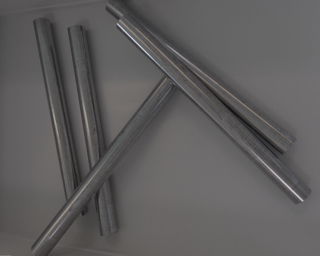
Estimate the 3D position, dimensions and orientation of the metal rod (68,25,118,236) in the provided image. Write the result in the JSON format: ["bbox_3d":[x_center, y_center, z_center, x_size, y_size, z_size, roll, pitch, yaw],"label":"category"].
[{"bbox_3d":[-0.097,0.001,0.444,0.025,0.025,0.298,-11,86,19],"label":"metal rod"}]

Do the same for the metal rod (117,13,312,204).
[{"bbox_3d":[0.059,-0.028,0.372,0.300,0.025,0.025,46,104,7],"label":"metal rod"}]

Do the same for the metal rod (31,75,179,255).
[{"bbox_3d":[-0.072,0.050,0.412,0.025,0.025,0.299,39,93,16],"label":"metal rod"}]

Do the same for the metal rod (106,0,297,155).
[{"bbox_3d":[0.041,-0.075,0.395,0.300,0.025,0.025,42,103,15],"label":"metal rod"}]

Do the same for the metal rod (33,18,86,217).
[{"bbox_3d":[-0.151,-0.017,0.463,0.025,0.025,0.298,-13,86,19],"label":"metal rod"}]
